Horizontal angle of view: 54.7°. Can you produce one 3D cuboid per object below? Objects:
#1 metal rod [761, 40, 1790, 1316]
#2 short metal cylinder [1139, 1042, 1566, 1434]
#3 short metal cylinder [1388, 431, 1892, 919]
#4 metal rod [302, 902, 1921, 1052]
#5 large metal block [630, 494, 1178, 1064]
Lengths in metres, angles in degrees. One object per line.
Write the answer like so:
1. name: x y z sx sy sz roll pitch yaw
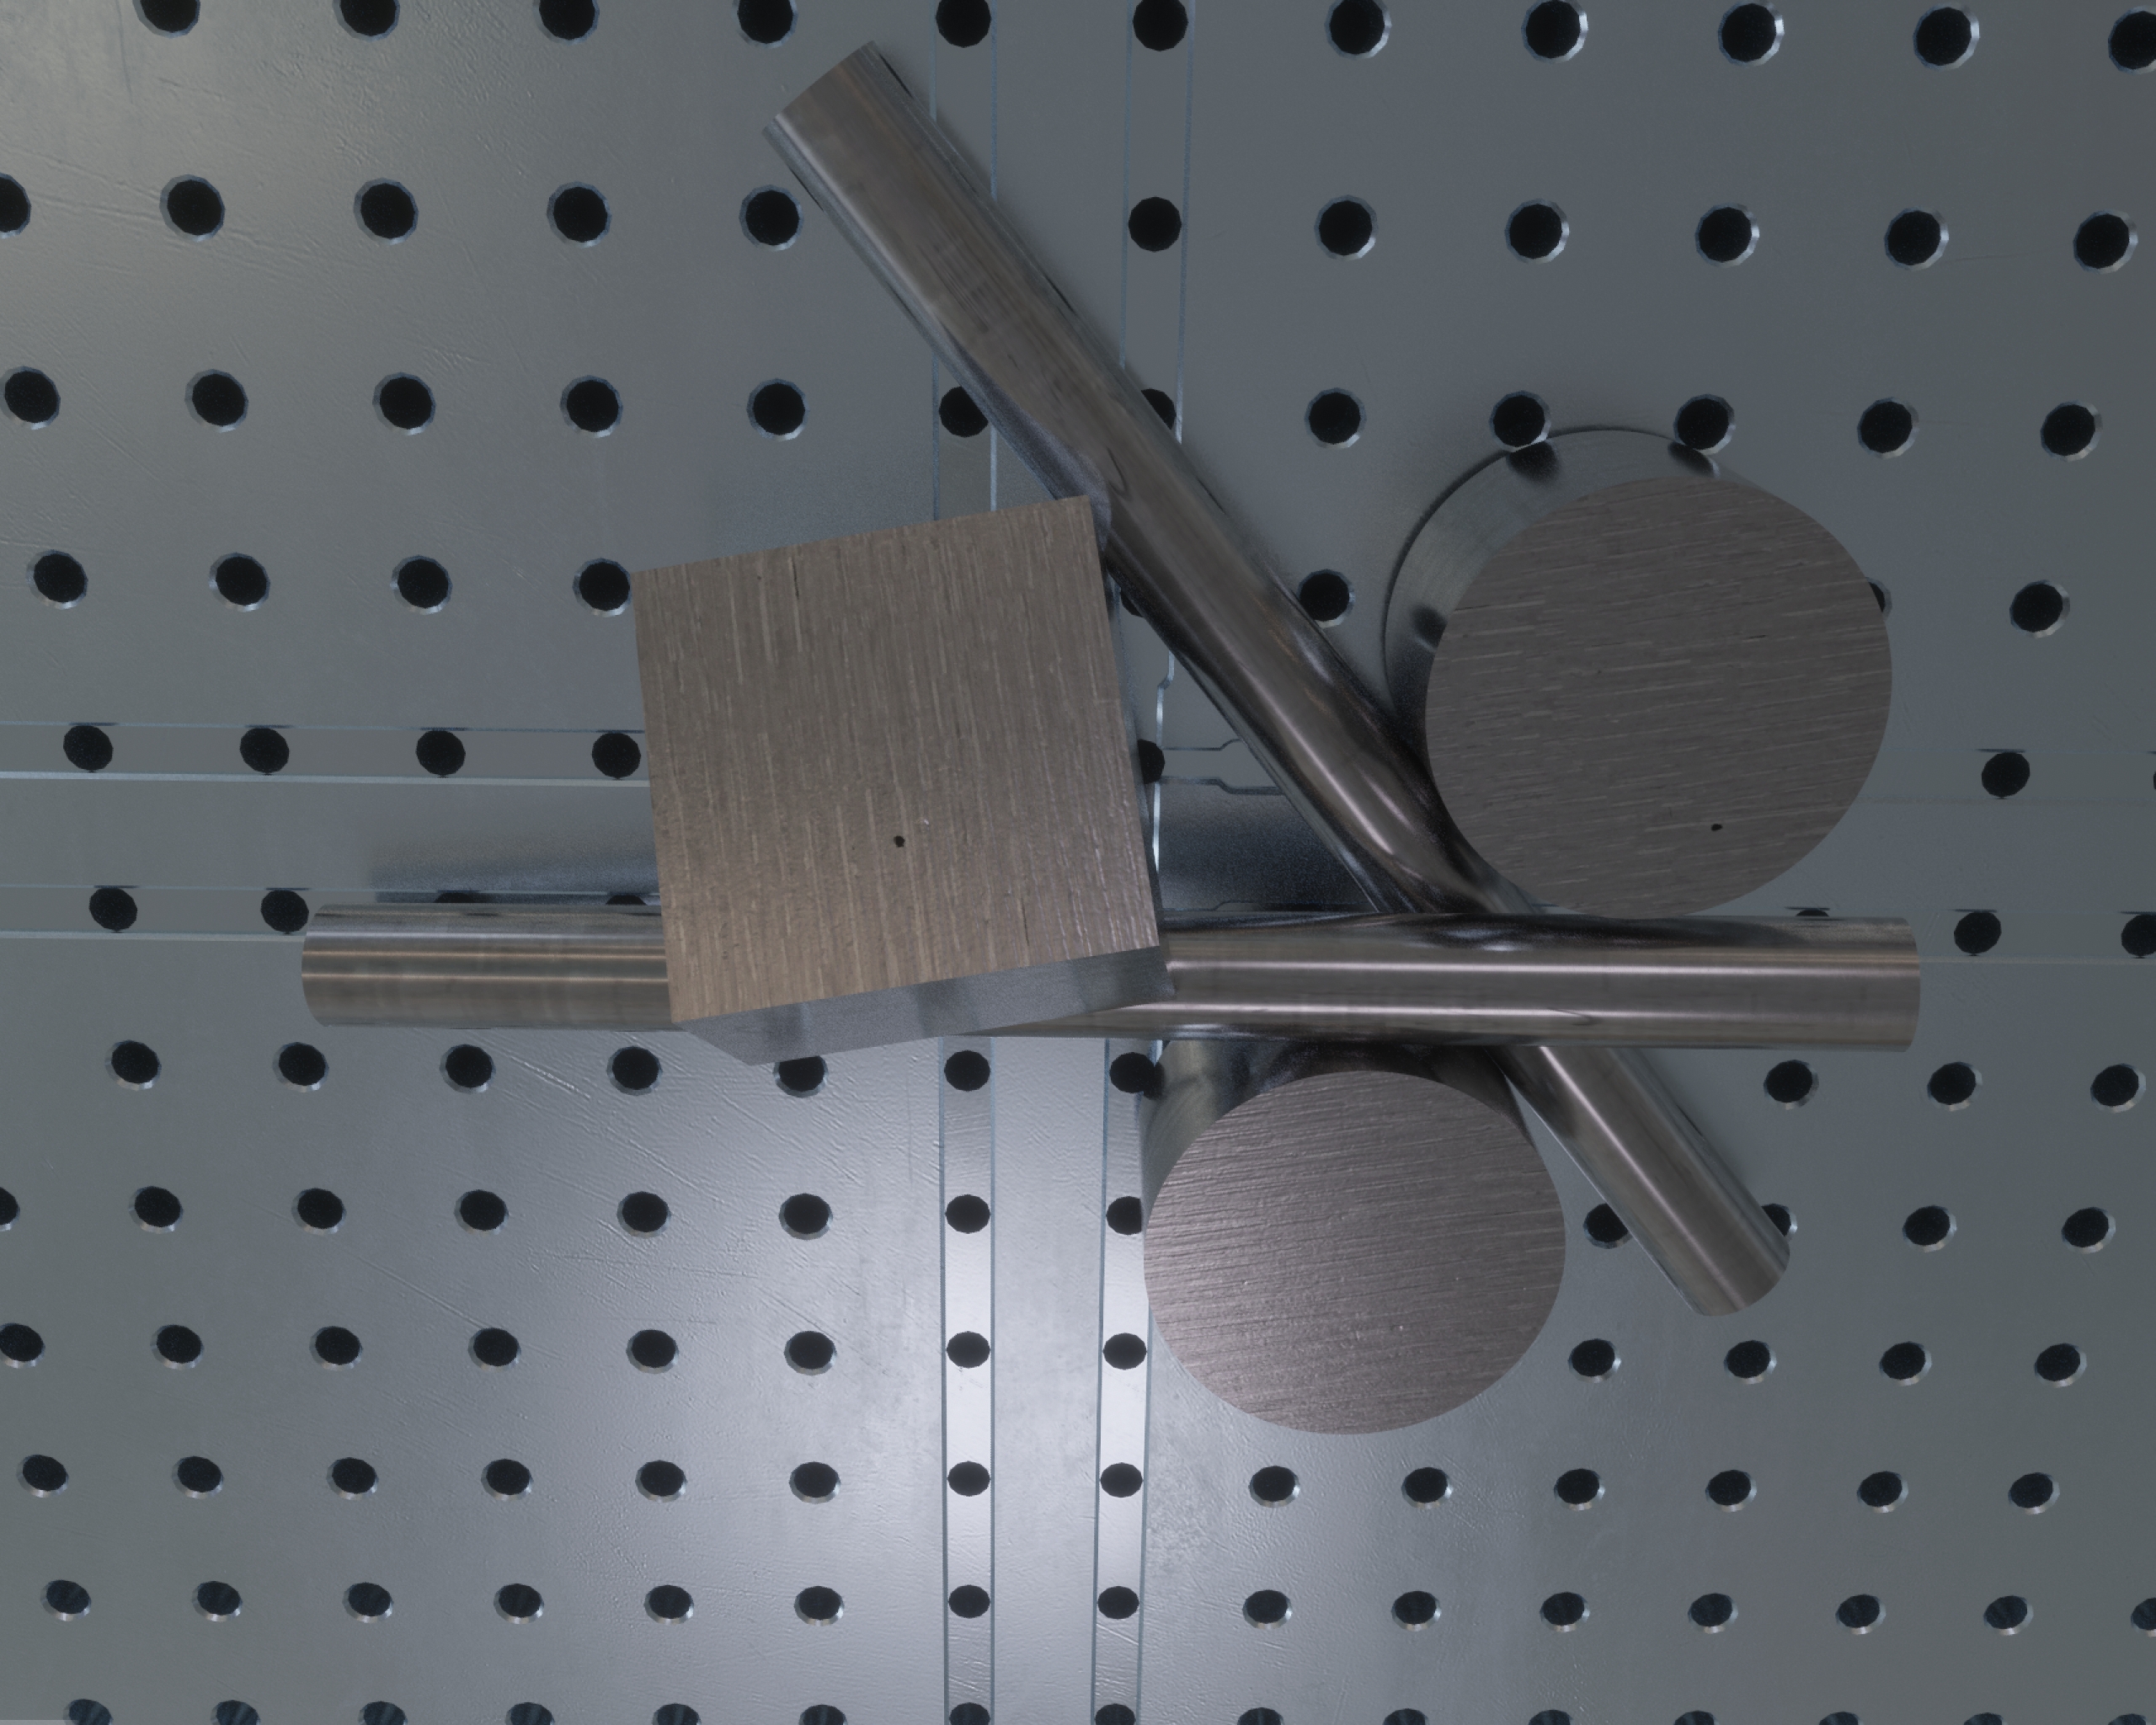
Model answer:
1. metal rod: 0.047 -0.023 0.402 0.025 0.025 0.300 -36 107 12
2. short metal cylinder: 0.053 0.067 0.421 0.081 0.050 0.079 0 110 0
3. short metal cylinder: 0.100 -0.036 0.384 0.081 0.050 0.079 0 110 0
4. metal rod: 0.002 0.021 0.399 0.302 0.025 0.025 0 110 6
5. large metal block: -0.030 -0.012 0.372 0.080 0.050 0.080 -9 75 3
